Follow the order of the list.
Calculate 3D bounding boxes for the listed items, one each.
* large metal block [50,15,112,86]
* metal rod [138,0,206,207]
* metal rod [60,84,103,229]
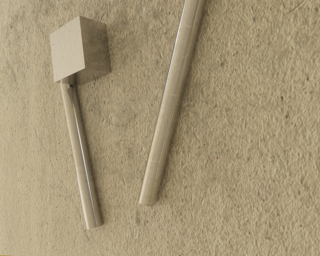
[{"bbox_3d":[-0.127,-0.118,0.490,0.080,0.050,0.080,-13,82,39],"label":"large metal block"},{"bbox_3d":[0.016,-0.043,0.389,0.025,0.025,0.298,22,103,37],"label":"metal rod"},{"bbox_3d":[-0.137,0.014,0.515,0.025,0.025,0.299,-22,76,37],"label":"metal rod"}]
